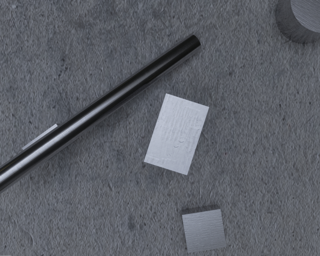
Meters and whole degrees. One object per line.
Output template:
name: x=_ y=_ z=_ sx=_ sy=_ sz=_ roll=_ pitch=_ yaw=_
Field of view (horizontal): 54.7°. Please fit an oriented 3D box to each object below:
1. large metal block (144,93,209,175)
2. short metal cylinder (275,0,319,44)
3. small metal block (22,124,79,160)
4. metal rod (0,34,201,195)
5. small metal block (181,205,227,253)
large metal block: x=0.018 y=0.007 z=0.383 sx=0.050 sy=0.080 sz=0.080 roll=18 pitch=90 yaw=0
short metal cylinder: x=0.198 y=-0.155 z=0.400 sx=0.081 sy=0.050 sz=0.079 roll=0 pitch=90 yaw=-1
small metal block: x=-0.138 y=0.019 z=0.396 sx=0.050 sy=0.050 sz=0.025 roll=-36 pitch=90 yaw=0
metal rod: x=-0.069 y=-0.025 z=0.373 sx=0.301 sy=0.025 sz=0.025 roll=-38 pitch=90 yaw=-15
small metal block: x=0.057 y=0.133 z=0.411 sx=0.050 sy=0.025 sz=0.050 roll=-9 pitch=90 yaw=-1
